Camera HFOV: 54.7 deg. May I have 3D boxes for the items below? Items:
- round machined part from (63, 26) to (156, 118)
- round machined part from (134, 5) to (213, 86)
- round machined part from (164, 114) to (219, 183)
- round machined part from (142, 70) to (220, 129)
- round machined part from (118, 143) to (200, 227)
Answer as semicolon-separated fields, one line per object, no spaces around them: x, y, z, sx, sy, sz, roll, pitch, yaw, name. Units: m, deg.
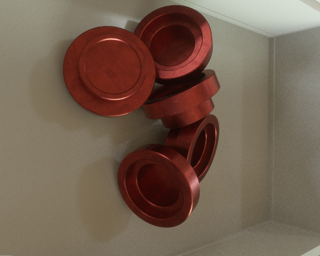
-0.052;-0.061;0.329;0.099;0.042;0.097;1;88;-15;round machined part
0.017;-0.099;0.387;0.042;0.098;0.098;48;54;-71;round machined part
0.040;0.025;0.416;0.099;0.042;0.097;-36;134;-48;round machined part
0.028;-0.033;0.384;0.099;0.098;0.042;-36;110;-34;round machined part
0.002;0.064;0.366;0.042;0.098;0.097;-33;112;-55;round machined part
